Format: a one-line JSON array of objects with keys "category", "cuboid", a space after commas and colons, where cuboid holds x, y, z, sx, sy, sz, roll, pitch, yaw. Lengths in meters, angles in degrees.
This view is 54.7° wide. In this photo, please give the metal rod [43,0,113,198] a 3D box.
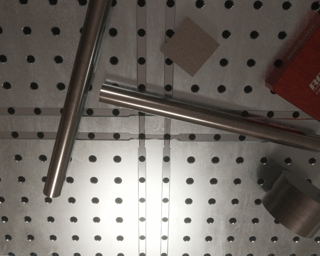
[{"category": "metal rod", "cuboid": [-0.107, -0.040, 0.397, 0.025, 0.025, 0.298, 18, 109, -7]}]

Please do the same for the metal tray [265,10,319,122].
[{"category": "metal tray", "cuboid": [0.208, -0.081, 0.384, 0.090, 0.030, 0.129, 30, 107, -11]}]

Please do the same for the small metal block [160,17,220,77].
[{"category": "small metal block", "cuboid": [0.036, -0.099, 0.378, 0.050, 0.025, 0.050, 37, 106, -13]}]

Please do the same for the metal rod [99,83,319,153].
[{"category": "metal rod", "cuboid": [0.072, -0.012, 0.410, 0.302, 0.025, 0.025, 13, 110, -6]}]

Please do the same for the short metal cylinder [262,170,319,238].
[{"category": "short metal cylinder", "cuboid": [0.189, 0.102, 0.425, 0.080, 0.080, 0.050, 27, 108, -10]}]
